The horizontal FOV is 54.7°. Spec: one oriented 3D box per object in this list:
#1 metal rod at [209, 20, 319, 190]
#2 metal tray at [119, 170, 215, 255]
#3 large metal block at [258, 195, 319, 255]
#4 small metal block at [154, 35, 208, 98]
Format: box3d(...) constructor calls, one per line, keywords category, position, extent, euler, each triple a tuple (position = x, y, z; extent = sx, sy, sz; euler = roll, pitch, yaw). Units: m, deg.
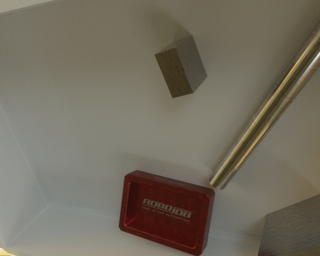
box3d(category="metal rod", position=(0.126, -0.034, 0.320), extent=(0.025, 0.025, 0.298), euler=(31, 128, 8))
box3d(category="metal tray", position=(0.008, 0.120, 0.452), extent=(0.130, 0.030, 0.089), euler=(11, 98, 22))
box3d(category="large metal block", position=(0.170, 0.135, 0.367), extent=(0.050, 0.080, 0.080), euler=(47, 129, -5))
box3d(category="small metal block", position=(0.025, -0.067, 0.337), extent=(0.025, 0.050, 0.050), euler=(-11, 113, 32))
